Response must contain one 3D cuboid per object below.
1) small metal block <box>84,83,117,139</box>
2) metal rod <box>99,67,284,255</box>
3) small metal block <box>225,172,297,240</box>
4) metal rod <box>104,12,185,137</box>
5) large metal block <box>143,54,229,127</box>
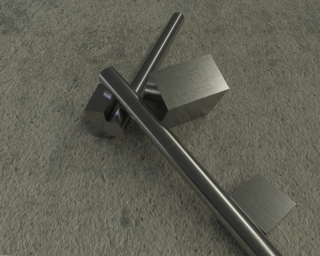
[{"bbox_3d":[-0.071,-0.022,0.403,0.025,0.050,0.050,8,50,12],"label":"small metal block"},{"bbox_3d":[0.027,0.039,0.336,0.025,0.025,0.300,-32,68,-24],"label":"metal rod"},{"bbox_3d":[0.107,0.085,0.334,0.050,0.025,0.050,-32,57,-25],"label":"small metal block"},{"bbox_3d":[-0.011,-0.100,0.473,0.025,0.025,0.301,14,47,11],"label":"metal rod"},{"bbox_3d":[0.028,-0.041,0.394,0.081,0.080,0.050,-20,75,-17],"label":"large metal block"}]
